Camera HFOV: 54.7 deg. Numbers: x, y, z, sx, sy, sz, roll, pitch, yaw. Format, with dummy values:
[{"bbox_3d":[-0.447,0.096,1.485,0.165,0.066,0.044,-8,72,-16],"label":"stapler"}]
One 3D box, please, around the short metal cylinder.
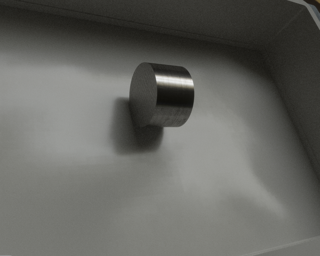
[{"bbox_3d":[0.000,-0.041,0.394,0.050,0.080,0.080,0,62,-29],"label":"short metal cylinder"}]
